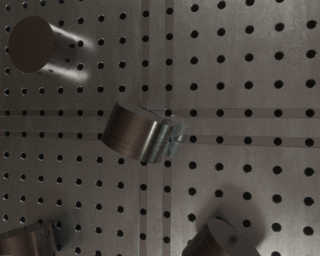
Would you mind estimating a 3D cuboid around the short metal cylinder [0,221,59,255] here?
[{"bbox_3d":[-0.193,0.173,0.450,0.080,0.080,0.050,-14,86,19],"label":"short metal cylinder"}]

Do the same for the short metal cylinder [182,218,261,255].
[{"bbox_3d":[0.073,0.151,0.357,0.080,0.080,0.050,39,102,15],"label":"short metal cylinder"}]

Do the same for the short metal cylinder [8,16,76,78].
[{"bbox_3d":[-0.173,-0.118,0.459,0.080,0.050,0.079,0,90,19],"label":"short metal cylinder"}]

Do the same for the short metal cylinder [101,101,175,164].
[{"bbox_3d":[-0.027,0.004,0.392,0.080,0.080,0.050,25,98,18],"label":"short metal cylinder"}]
